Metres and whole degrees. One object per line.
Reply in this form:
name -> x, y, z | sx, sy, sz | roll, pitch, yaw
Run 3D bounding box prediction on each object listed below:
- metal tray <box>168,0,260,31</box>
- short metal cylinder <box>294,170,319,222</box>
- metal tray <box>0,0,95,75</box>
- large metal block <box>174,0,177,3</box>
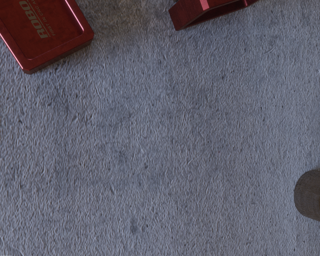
metal tray -> 0.087, -0.171, 0.406 | 0.131, 0.090, 0.030 | -24, 99, -19
short metal cylinder -> 0.264, 0.110, 0.494 | 0.081, 0.050, 0.080 | 0, 90, -20
metal tray -> -0.147, -0.138, 0.351 | 0.090, 0.030, 0.130 | -33, 101, -17
large metal block -> 0.053, -0.224, 0.415 | 0.081, 0.050, 0.080 | -18, 96, -19
